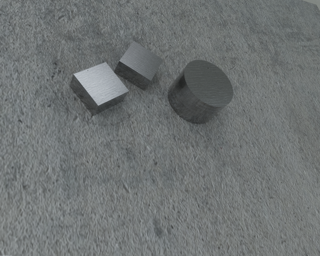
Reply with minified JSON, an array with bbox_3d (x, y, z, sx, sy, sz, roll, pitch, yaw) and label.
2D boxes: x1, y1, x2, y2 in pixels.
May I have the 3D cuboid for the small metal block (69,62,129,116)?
[{"bbox_3d":[-0.077,-0.050,0.394,0.050,0.025,0.050,-33,80,-38],"label":"small metal block"}]

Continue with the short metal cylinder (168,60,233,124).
[{"bbox_3d":[0.059,-0.052,0.453,0.081,0.050,0.080,14,56,-21],"label":"short metal cylinder"}]

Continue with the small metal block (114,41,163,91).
[{"bbox_3d":[-0.030,-0.089,0.443,0.050,0.025,0.050,31,51,-8],"label":"small metal block"}]
